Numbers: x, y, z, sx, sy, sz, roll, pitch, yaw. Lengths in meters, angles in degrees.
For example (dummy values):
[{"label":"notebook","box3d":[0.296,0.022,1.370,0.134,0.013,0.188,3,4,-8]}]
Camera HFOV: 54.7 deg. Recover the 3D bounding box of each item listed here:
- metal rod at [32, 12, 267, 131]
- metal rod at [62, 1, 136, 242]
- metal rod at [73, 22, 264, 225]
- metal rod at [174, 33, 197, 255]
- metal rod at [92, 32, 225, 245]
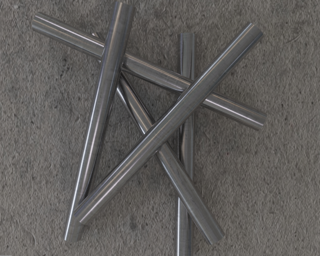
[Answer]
[{"label":"metal rod","box3d":[-0.011,-0.068,0.382,0.301,0.025,0.025,24,90,-2]},{"label":"metal rod","box3d":[-0.077,0.004,0.376,0.025,0.025,0.298,15,103,0]},{"label":"metal rod","box3d":[0.006,-0.001,0.363,0.025,0.025,0.300,43,95,0]},{"label":"metal rod","box3d":[0.034,0.027,0.410,0.025,0.025,0.298,1,90,0]},{"label":"metal rod","box3d":[-0.010,0.008,0.392,0.025,0.025,0.299,-32,83,0]}]
